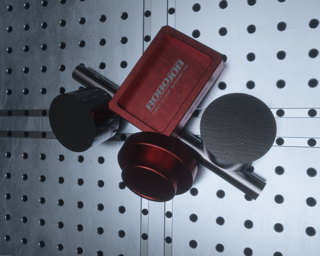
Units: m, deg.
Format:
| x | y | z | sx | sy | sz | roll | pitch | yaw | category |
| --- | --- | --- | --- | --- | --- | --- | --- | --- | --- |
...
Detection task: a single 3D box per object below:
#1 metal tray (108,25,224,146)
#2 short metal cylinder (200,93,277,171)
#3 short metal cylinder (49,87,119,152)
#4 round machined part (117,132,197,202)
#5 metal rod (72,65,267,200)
| x | y | z | sx | sy | sz | roll | pitch | yaw | category |
| --- | --- | --- | --- | --- | --- | --- | --- | --- | --- |
| 0.008 | -0.054 | 0.391 | 0.090 | 0.030 | 0.130 | 34 | 87 | 17 | metal tray |
| 0.087 | 0.006 | 0.356 | 0.080 | 0.050 | 0.080 | -2 | 73 | 8 | short metal cylinder |
| -0.103 | -0.013 | 0.423 | 0.080 | 0.050 | 0.079 | 10 | 111 | 27 | short metal cylinder |
| -0.008 | 0.054 | 0.377 | 0.098 | 0.042 | 0.097 | 14 | 138 | 14 | round machined part |
| 0.000 | -0.003 | 0.413 | 0.300 | 0.025 | 0.025 | 33 | 101 | 17 | metal rod |
